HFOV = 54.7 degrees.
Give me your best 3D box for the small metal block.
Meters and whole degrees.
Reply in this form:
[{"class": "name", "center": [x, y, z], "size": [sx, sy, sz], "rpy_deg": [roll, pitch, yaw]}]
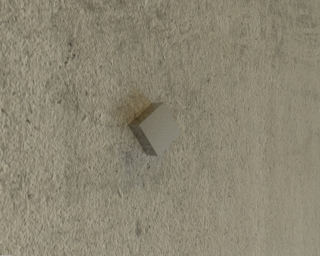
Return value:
[{"class": "small metal block", "center": [-0.006, 0.001, 0.403], "size": [0.050, 0.025, 0.050], "rpy_deg": [-44, 117, -31]}]
